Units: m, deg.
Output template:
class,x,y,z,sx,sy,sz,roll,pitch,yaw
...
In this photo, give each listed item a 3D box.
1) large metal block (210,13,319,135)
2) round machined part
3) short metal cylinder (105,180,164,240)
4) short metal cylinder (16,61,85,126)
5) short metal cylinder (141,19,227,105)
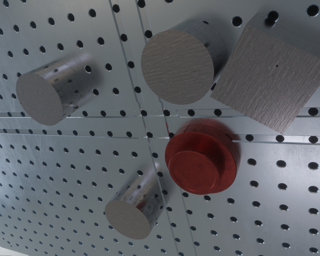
class,x,y,z,sx,sy,sz,roll,pitch,yaw
large metal block,0.108,-0.054,0.305,0.080,0.050,0.079,29,128,9
round machined part,0.050,0.048,0.403,0.098,0.042,0.097,13,124,21
short metal cylinder,-0.040,0.131,0.497,0.080,0.050,0.079,13,124,21
short metal cylinder,-0.157,-0.050,0.447,0.080,0.050,0.079,13,124,21
short metal cylinder,0.027,-0.072,0.336,0.080,0.050,0.079,13,124,21
